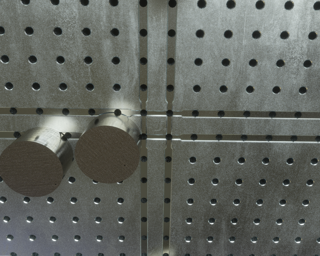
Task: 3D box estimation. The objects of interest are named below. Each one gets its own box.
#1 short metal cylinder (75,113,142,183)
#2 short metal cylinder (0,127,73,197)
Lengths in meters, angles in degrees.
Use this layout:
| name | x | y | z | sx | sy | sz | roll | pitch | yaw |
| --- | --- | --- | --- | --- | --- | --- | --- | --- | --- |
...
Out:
| name | x | y | z | sx | sy | sz | roll | pitch | yaw |
| --- | --- | --- | --- | --- | --- | --- | --- | --- | --- |
| short metal cylinder | -0.066 | 0.026 | 0.409 | 0.081 | 0.050 | 0.079 | 0 | 110 | 0 |
| short metal cylinder | -0.163 | 0.044 | 0.415 | 0.081 | 0.050 | 0.079 | 0 | 110 | 0 |
